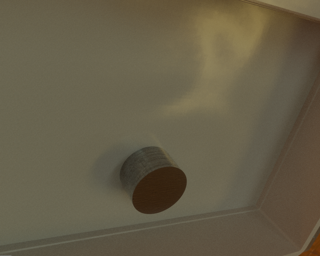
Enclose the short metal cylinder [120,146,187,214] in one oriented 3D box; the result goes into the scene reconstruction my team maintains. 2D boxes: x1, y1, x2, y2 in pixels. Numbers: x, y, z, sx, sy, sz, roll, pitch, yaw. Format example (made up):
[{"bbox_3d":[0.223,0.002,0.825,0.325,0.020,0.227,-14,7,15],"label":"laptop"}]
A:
[{"bbox_3d":[-0.010,0.073,0.434,0.081,0.050,0.079,-14,125,-21],"label":"short metal cylinder"}]
